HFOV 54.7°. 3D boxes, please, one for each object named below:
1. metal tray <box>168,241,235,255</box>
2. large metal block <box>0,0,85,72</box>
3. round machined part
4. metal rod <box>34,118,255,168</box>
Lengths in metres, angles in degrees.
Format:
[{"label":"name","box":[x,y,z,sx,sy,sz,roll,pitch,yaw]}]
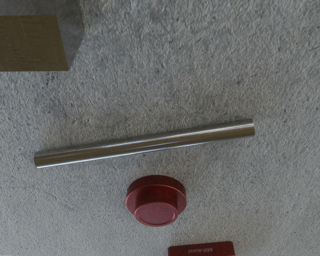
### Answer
[{"label":"metal tray","box":[0.088,0.276,0.640,0.131,0.030,0.089,-7,130,5]},{"label":"large metal block","box":[-0.121,-0.095,0.289,0.081,0.080,0.050,-1,130,0]},{"label":"round machined part","box":[-0.006,0.124,0.502,0.099,0.042,0.097,-1,130,0]},{"label":"metal rod","box":[-0.026,0.022,0.425,0.301,0.025,0.025,-9,130,7]}]
